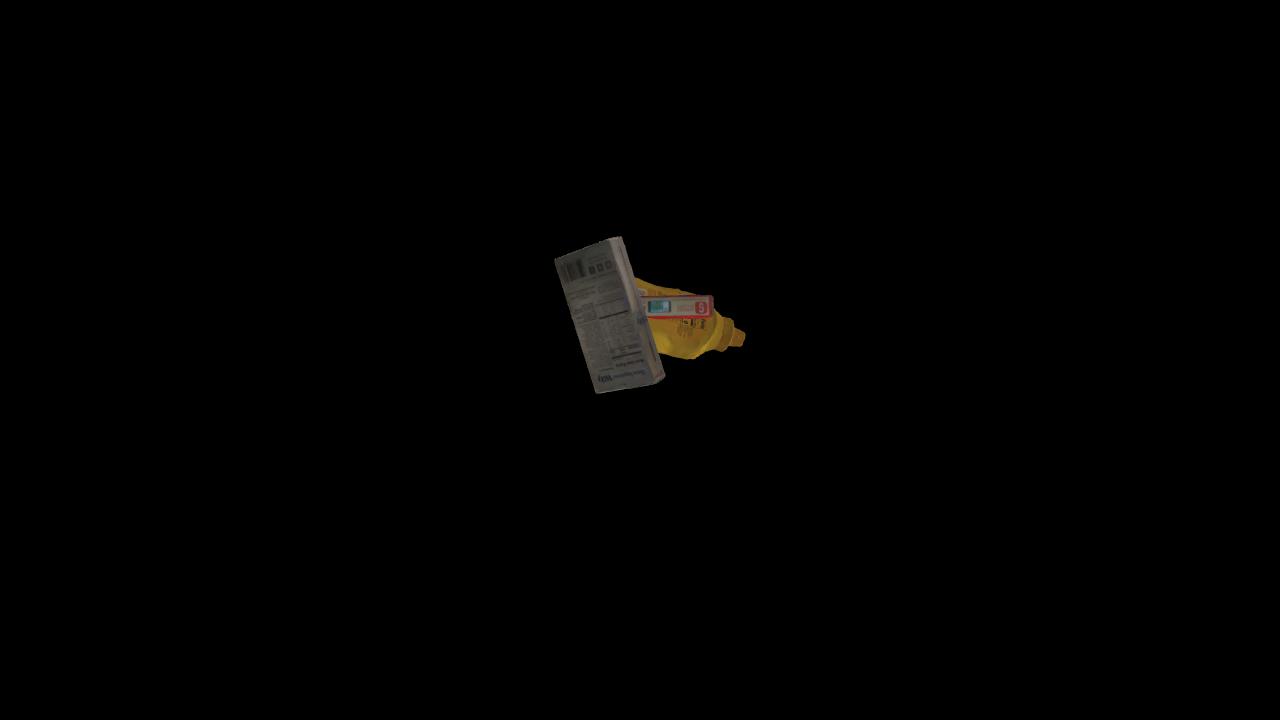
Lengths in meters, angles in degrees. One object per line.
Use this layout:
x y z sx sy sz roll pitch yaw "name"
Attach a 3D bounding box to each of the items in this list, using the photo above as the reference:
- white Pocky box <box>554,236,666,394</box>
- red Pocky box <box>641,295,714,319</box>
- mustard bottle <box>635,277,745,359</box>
-0.033 -0.044 0.647 0.084 0.154 0.028 -11 10 37 "white Pocky box"
0.004 -0.060 0.727 0.155 0.028 0.083 -1 3 -3 "red Pocky box"
0.040 -0.045 0.728 0.184 0.092 0.054 13 -42 -14 "mustard bottle"
